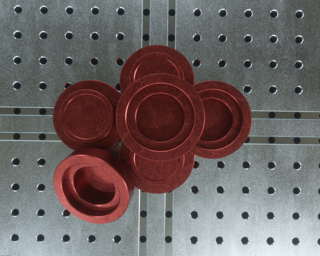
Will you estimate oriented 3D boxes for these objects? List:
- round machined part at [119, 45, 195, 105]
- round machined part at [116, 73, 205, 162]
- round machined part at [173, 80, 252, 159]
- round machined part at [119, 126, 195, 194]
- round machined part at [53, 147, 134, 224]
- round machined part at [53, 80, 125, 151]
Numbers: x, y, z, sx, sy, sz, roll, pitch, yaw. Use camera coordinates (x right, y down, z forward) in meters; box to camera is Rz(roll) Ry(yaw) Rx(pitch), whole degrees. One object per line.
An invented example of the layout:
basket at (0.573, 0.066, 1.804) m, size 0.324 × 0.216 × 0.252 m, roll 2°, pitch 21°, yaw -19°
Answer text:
round machined part at (-0.004, -0.060, 0.405) m, size 0.099 × 0.042 × 0.097 m, roll 0°, pitch 90°, yaw 0°
round machined part at (0.001, -0.012, 0.362) m, size 0.099 × 0.042 × 0.097 m, roll 0°, pitch 90°, yaw 0°
round machined part at (0.065, -0.011, 0.405) m, size 0.099 × 0.042 × 0.097 m, roll 0°, pitch 90°, yaw 0°
round machined part at (-0.004, 0.038, 0.404) m, size 0.099 × 0.042 × 0.097 m, roll 0°, pitch 90°, yaw 0°
round machined part at (-0.079, 0.068, 0.391) m, size 0.098 × 0.042 × 0.097 m, roll 5°, pitch 113°, yaw 13°
round machined part at (-0.091, -0.014, 0.404) m, size 0.099 × 0.042 × 0.097 m, roll 0°, pitch 90°, yaw 0°
